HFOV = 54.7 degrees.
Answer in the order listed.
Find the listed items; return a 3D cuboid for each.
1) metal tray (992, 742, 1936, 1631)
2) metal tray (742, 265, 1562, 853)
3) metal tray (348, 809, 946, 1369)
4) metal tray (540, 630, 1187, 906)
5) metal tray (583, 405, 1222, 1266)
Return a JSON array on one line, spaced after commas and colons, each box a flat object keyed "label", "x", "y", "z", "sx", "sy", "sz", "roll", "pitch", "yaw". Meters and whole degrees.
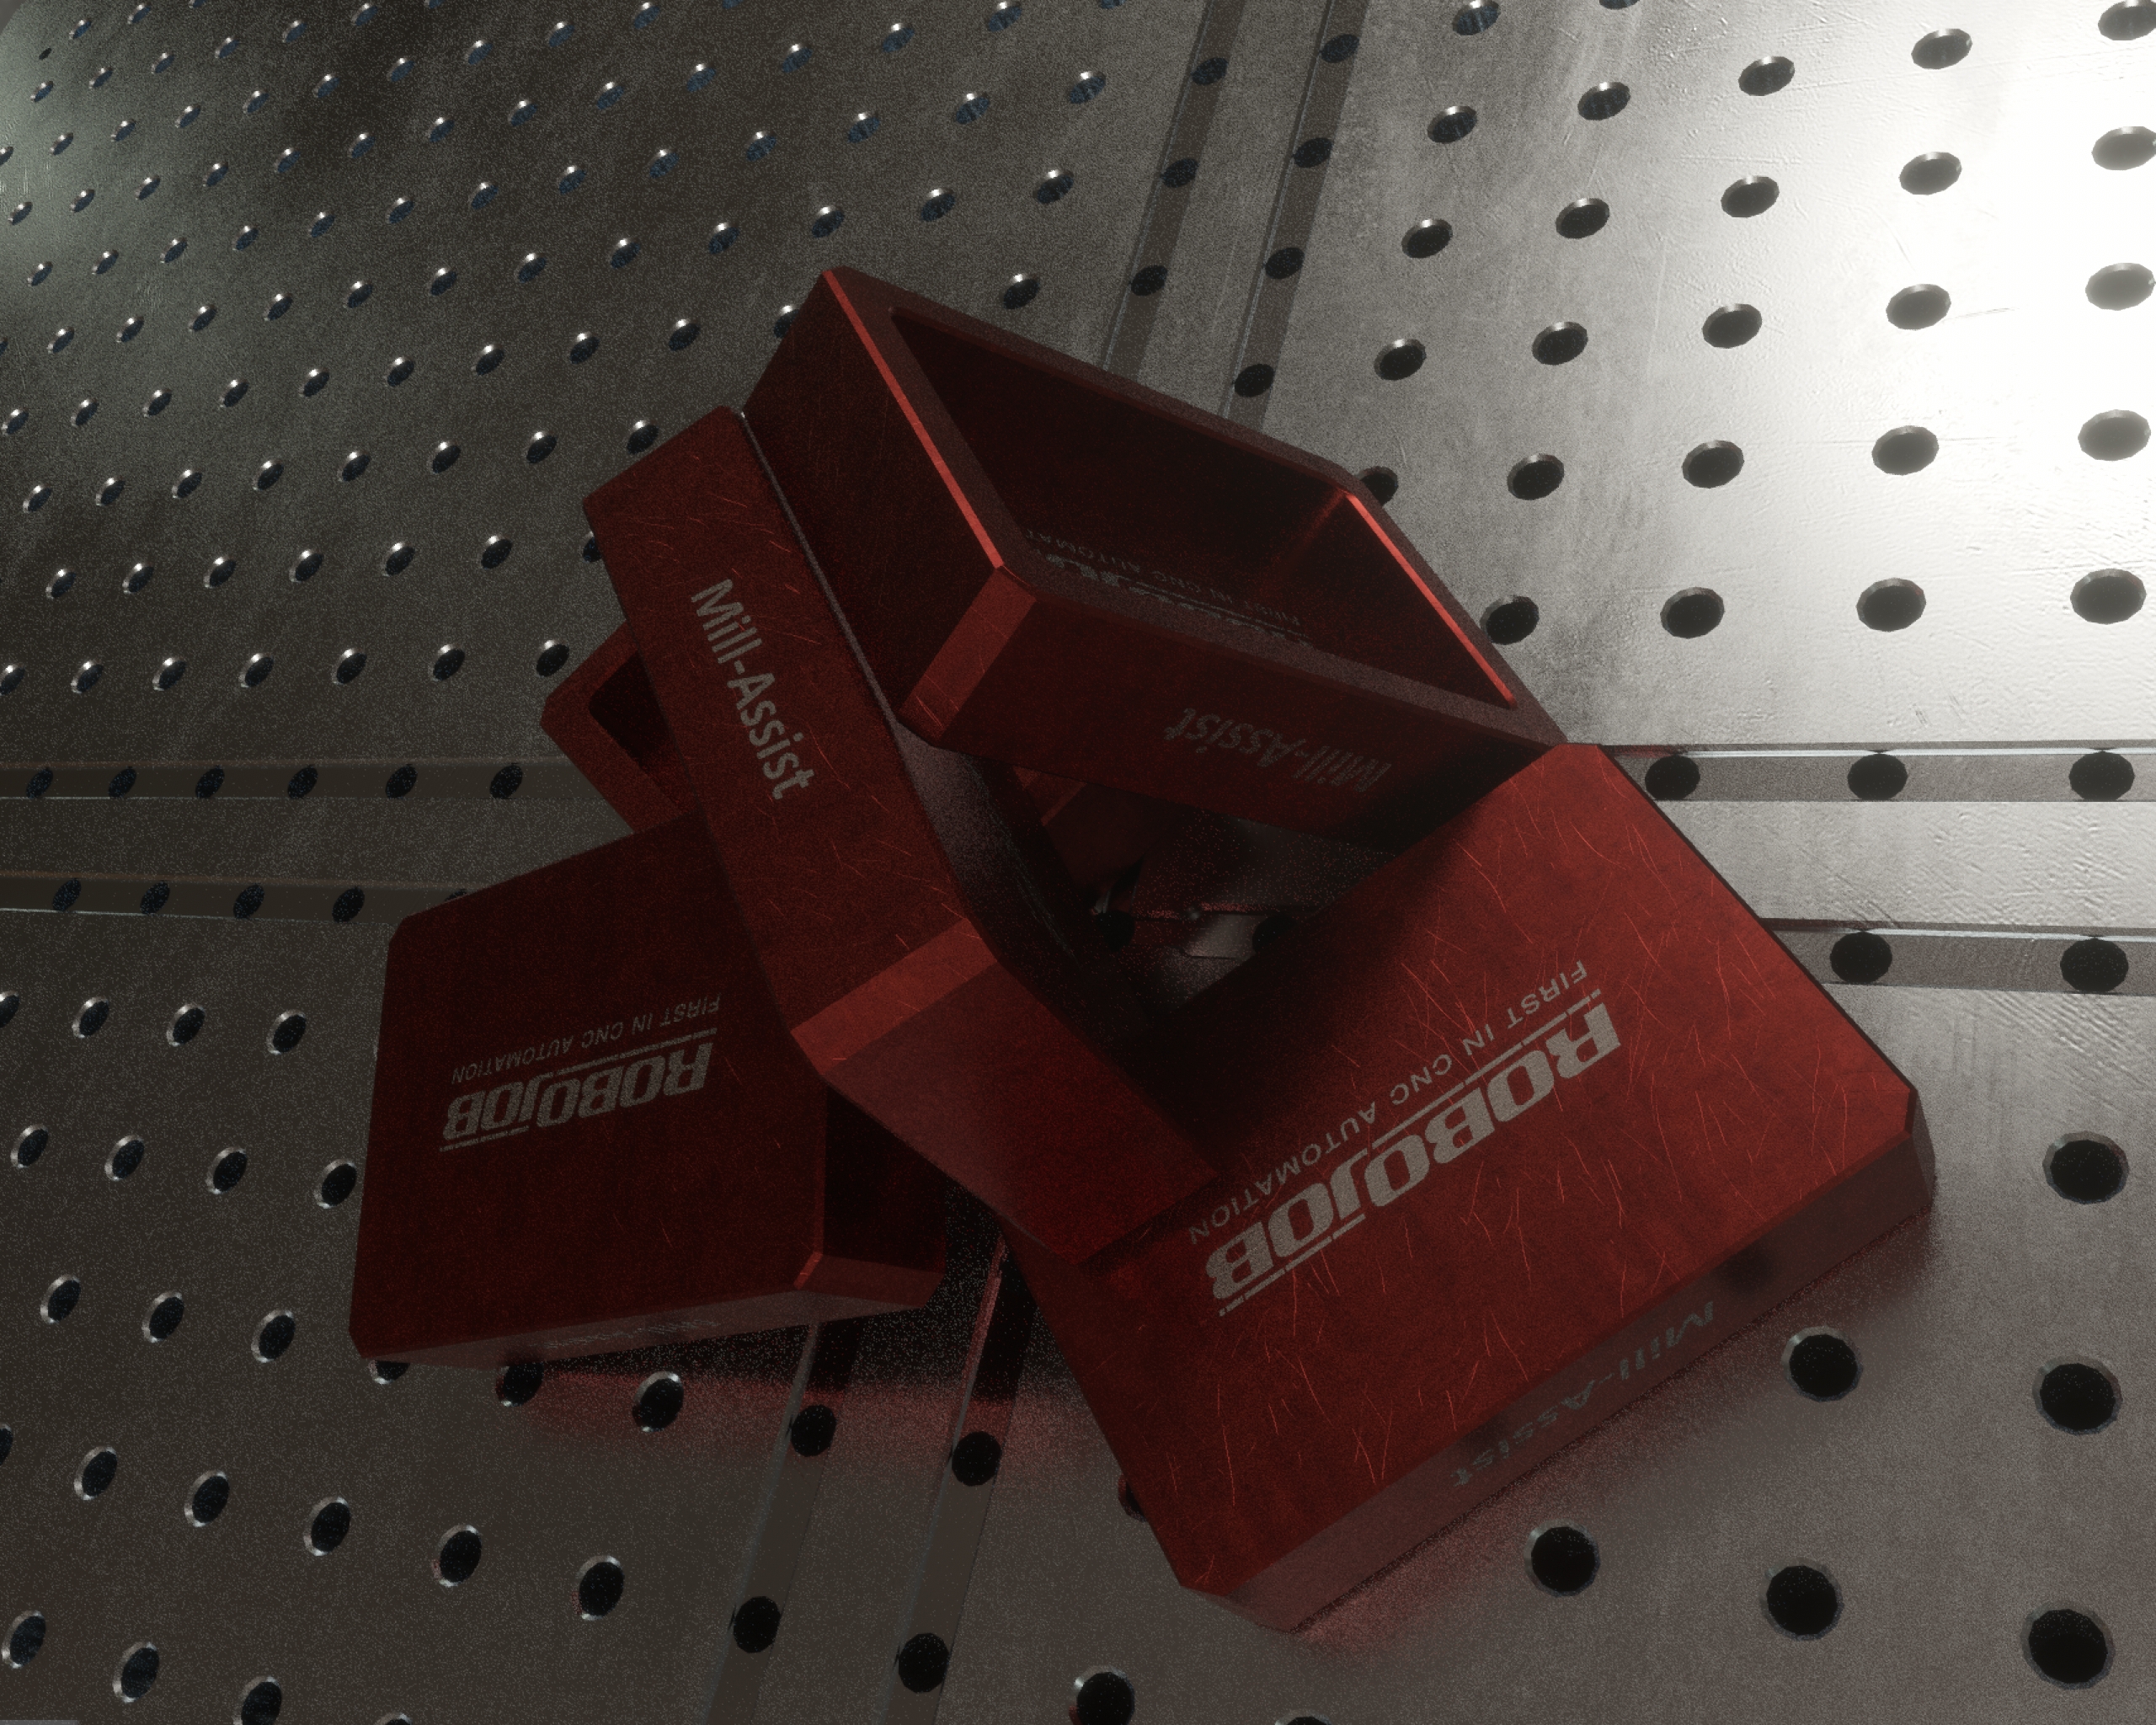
[{"label": "metal tray", "x": 0.058, "y": 0.050, "z": 0.342, "sx": 0.130, "sy": 0.030, "sz": 0.090, "roll": -35, "pitch": 51, "yaw": 4}, {"label": "metal tray", "x": 0.016, "y": -0.049, "z": 0.362, "sx": 0.030, "sy": 0.131, "sz": 0.090, "roll": -53, "pitch": 46, "yaw": 28}, {"label": "metal tray", "x": -0.082, "y": 0.043, "z": 0.389, "sx": 0.130, "sy": 0.030, "sz": 0.090, "roll": -17, "pitch": 65, "yaw": 36}, {"label": "metal tray", "x": -0.048, "y": -0.025, "z": 0.443, "sx": 0.090, "sy": 0.030, "sz": 0.130, "roll": -45, "pitch": 51, "yaw": -4}, {"label": "metal tray", "x": -0.030, "y": -0.006, "z": 0.345, "sx": 0.030, "sy": 0.090, "sz": 0.130, "roll": -33, "pitch": 52, "yaw": 6}]
